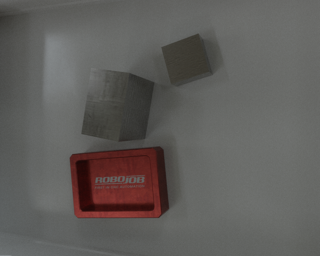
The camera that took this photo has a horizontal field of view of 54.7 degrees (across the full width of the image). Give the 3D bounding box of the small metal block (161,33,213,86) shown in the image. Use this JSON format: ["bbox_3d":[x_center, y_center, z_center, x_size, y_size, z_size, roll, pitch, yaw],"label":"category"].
[{"bbox_3d":[0.035,-0.086,0.398,0.050,0.025,0.050,-16,85,19],"label":"small metal block"}]

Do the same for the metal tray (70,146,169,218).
[{"bbox_3d":[-0.057,0.075,0.426,0.130,0.030,0.089,-6,88,19],"label":"metal tray"}]

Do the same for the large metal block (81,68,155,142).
[{"bbox_3d":[-0.051,-0.028,0.398,0.050,0.080,0.079,11,94,19],"label":"large metal block"}]
